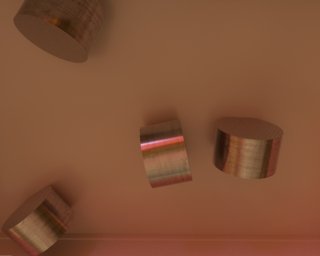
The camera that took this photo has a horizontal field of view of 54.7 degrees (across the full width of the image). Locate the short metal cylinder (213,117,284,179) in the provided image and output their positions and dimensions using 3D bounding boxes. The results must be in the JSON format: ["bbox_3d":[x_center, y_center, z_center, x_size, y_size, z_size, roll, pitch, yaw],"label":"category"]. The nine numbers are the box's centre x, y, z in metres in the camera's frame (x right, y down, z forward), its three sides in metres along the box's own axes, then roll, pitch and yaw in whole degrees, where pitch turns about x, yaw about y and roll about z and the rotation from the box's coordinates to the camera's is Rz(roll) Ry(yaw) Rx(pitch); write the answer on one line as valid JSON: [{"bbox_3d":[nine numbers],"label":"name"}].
[{"bbox_3d":[0.109,0.023,0.391,0.081,0.080,0.050,2,110,-1],"label":"short metal cylinder"}]

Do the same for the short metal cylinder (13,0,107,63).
[{"bbox_3d":[-0.105,-0.114,0.331,0.080,0.080,0.050,24,75,-9],"label":"short metal cylinder"}]

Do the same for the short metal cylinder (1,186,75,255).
[{"bbox_3d":[-0.166,0.127,0.427,0.080,0.080,0.050,-33,107,11],"label":"short metal cylinder"}]

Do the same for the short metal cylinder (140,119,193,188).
[{"bbox_3d":[0.009,0.032,0.394,0.050,0.080,0.080,-12,110,4],"label":"short metal cylinder"}]
